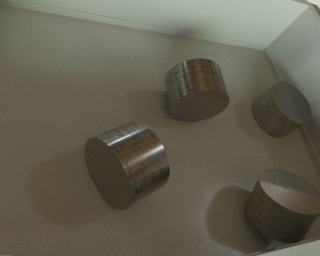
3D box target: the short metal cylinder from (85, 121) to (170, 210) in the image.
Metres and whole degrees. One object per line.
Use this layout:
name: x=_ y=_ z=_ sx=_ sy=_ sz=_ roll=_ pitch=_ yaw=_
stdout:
short metal cylinder: x=-0.036 y=0.038 z=0.327 sx=0.050 sy=0.080 sz=0.080 roll=-25 pitch=75 yaw=-37

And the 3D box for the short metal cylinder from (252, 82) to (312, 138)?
short metal cylinder: x=0.202 y=-0.030 z=0.516 sx=0.081 sy=0.050 sz=0.080 roll=14 pitch=56 yaw=-21

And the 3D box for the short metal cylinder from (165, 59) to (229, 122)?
short metal cylinder: x=0.050 y=-0.050 z=0.428 sx=0.081 sy=0.080 sz=0.050 roll=5 pitch=60 yaw=-26

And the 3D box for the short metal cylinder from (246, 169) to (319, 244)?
short metal cylinder: x=0.157 y=0.097 z=0.393 sx=0.081 sy=0.050 sz=0.080 roll=11 pitch=30 yaw=-6
